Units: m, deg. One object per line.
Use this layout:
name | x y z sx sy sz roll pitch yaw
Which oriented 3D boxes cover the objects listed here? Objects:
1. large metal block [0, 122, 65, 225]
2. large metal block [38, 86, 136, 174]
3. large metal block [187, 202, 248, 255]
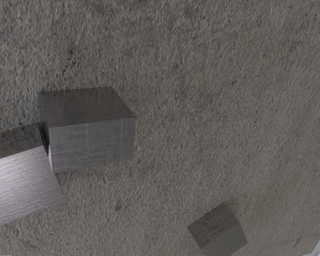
large metal block | -0.158 0.050 0.335 0.081 0.050 0.079 -19 126 -17
large metal block | -0.079 -0.003 0.326 0.081 0.080 0.050 -8 122 -24
large metal block | 0.107 0.198 0.572 0.080 0.050 0.080 -33 129 -7
